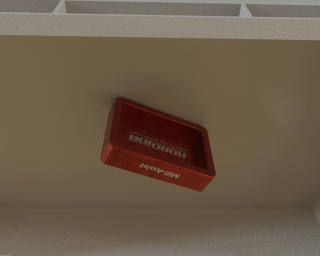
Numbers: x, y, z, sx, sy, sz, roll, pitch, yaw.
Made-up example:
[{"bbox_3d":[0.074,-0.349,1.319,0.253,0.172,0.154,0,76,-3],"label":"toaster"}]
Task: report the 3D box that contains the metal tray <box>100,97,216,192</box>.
[{"bbox_3d":[0.000,0.019,0.378,0.131,0.090,0.030,19,127,-17],"label":"metal tray"}]
